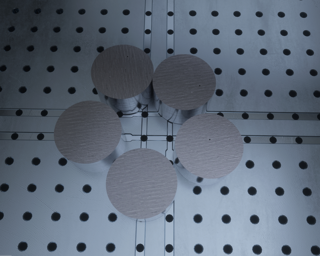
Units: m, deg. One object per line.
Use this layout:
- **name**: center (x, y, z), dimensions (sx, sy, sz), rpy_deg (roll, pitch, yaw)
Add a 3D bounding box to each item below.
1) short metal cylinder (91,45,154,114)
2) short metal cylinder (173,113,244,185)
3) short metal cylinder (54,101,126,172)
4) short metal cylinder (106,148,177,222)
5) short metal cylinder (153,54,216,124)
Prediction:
- **short metal cylinder**: center (-0.048, -0.065, 0.421), dimensions (0.081, 0.050, 0.080), rpy_deg (0, 70, 0)
- **short metal cylinder**: center (0.058, 0.028, 0.388), dimensions (0.081, 0.050, 0.080), rpy_deg (0, 71, 0)
- **short metal cylinder**: center (-0.086, 0.012, 0.393), dimensions (0.081, 0.050, 0.080), rpy_deg (0, 70, 0)
- **short metal cylinder**: center (-0.020, 0.069, 0.371), dimensions (0.080, 0.050, 0.080), rpy_deg (0, 70, 0)
- **short metal cylinder**: center (0.031, -0.051, 0.416), dimensions (0.081, 0.050, 0.080), rpy_deg (0, 70, 0)
